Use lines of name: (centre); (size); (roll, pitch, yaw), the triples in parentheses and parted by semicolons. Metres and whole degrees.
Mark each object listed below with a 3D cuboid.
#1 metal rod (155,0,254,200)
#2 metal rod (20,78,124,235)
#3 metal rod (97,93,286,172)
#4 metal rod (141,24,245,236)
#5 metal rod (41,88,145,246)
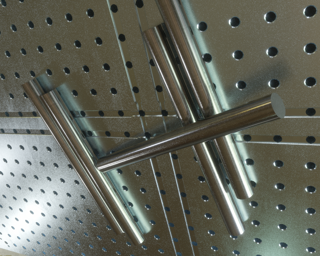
metal rod: (0.051, -0.043, 0.357); (0.025, 0.025, 0.299); (-12, 112, 33)
metal rod: (-0.135, 0.057, 0.515); (0.025, 0.025, 0.299); (-15, 111, 34)
metal rod: (0.009, 0.019, 0.388); (0.299, 0.025, 0.025); (-22, 107, 45)
metal rod: (0.050, 0.017, 0.394); (0.025, 0.025, 0.299); (-12, 112, 33)
metal rod: (-0.103, 0.073, 0.508); (0.025, 0.025, 0.299); (-15, 111, 34)
